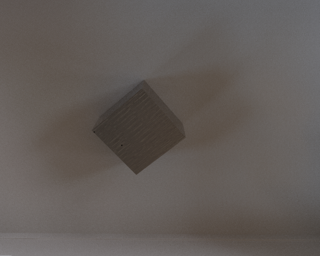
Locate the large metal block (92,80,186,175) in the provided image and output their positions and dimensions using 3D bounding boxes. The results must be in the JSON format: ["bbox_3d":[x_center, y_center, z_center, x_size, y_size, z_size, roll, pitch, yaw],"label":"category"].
[{"bbox_3d":[-0.025,-0.002,0.397,0.080,0.050,0.080,-38,106,12],"label":"large metal block"}]
